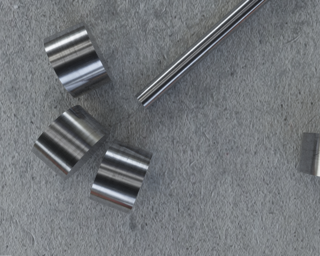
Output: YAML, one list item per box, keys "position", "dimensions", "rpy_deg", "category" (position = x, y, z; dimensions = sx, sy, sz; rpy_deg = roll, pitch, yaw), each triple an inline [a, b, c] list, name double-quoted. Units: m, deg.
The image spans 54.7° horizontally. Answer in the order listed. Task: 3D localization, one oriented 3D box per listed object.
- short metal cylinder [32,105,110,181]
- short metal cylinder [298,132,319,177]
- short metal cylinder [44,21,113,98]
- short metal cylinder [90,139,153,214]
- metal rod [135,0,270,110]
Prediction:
- position: [-0.107, 0.018, 0.382]
  dimensions: [0.050, 0.080, 0.080]
  rpy_deg: [42, 90, 0]
  category: "short metal cylinder"
- position: [0.218, 0.035, 0.385]
  dimensions: [0.080, 0.080, 0.050]
  rpy_deg: [6, 90, 0]
  category: "short metal cylinder"
- position: [-0.098, -0.083, 0.382]
  dimensions: [0.050, 0.080, 0.080]
  rpy_deg: [-25, 90, 0]
  category: "short metal cylinder"
- position: [-0.046, 0.059, 0.382]
  dimensions: [0.050, 0.080, 0.080]
  rpy_deg: [21, 90, 0]
  category: "short metal cylinder"
- position: [0.087, -0.133, 0.410]
  dimensions: [0.300, 0.025, 0.025]
  rpy_deg: [-42, 90, 0]
  category: "metal rod"
